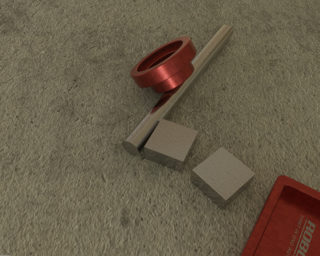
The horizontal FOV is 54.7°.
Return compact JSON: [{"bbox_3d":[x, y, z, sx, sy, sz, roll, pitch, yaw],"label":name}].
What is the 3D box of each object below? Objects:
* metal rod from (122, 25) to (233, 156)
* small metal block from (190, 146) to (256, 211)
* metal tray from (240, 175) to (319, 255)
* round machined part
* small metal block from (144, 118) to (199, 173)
[{"bbox_3d":[0.041,-0.073,0.465,0.025,0.025,0.301,25,54,19],"label":"metal rod"},{"bbox_3d":[0.072,0.057,0.356,0.050,0.025,0.050,-34,58,-25],"label":"small metal block"},{"bbox_3d":[0.134,0.119,0.301,0.090,0.030,0.131,27,55,20],"label":"metal tray"},{"bbox_3d":[0.010,-0.086,0.444,0.098,0.042,0.098,-28,25,15],"label":"round machined part"},{"bbox_3d":[0.014,0.021,0.386,0.050,0.025,0.050,20,53,15],"label":"small metal block"}]
